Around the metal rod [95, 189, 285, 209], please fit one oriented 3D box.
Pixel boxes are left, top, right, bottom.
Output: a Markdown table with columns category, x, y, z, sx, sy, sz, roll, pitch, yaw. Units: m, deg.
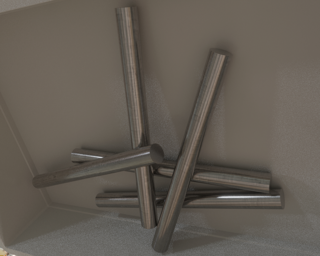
| category | x | y | z | sx | sy | sz | roll | pitch | yaw |
| --- | --- | --- | --- | --- | --- | --- | --- | --- | --- |
| metal rod | 0.024 | 0.106 | 0.458 | 0.300 | 0.025 | 0.025 | -8 | 114 | 31 |

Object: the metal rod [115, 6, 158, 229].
| category | x | y | z | sx | sy | sz | roll | pitch | yaw |
| --- | --- | --- | --- | --- | --- | --- | --- | --- | --- |
| metal rod | -0.026 | 0.004 | 0.399 | 0.025 | 0.025 | 0.298 | 6 | 115 | 24 |

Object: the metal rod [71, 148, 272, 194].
| category | x | y | z | sx | sy | sz | roll | pitch | yaw |
| --- | --- | --- | --- | --- | --- | --- | --- | --- | --- |
| metal rod | -0.001 | 0.056 | 0.441 | 0.301 | 0.025 | 0.025 | 5 | 121 | 25 |

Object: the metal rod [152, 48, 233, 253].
| category | x | y | z | sx | sy | sz | roll | pitch | yaw |
| --- | --- | --- | --- | --- | --- | --- | --- | --- | --- |
| metal rod | 0.032 | 0.048 | 0.393 | 0.025 | 0.025 | 0.298 | 22 | 119 | 14 |

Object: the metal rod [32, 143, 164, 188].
| category | x | y | z | sx | sy | sz | roll | pitch | yaw |
| --- | --- | --- | --- | --- | --- | --- | --- | --- | --- |
| metal rod | -0.113 | 0.065 | 0.472 | 0.299 | 0.025 | 0.025 | -17 | 110 | 40 |
